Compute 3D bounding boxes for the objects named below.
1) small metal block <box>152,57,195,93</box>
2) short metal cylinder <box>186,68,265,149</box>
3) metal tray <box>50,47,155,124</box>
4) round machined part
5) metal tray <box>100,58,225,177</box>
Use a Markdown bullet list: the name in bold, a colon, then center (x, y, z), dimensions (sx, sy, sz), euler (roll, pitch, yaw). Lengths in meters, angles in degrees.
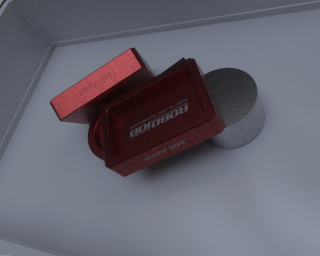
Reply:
- **small metal block**: center (0.025, -0.056, 0.407), dimensions (0.050, 0.050, 0.025), euler (-36, 51, 2)
- **short metal cylinder**: center (0.076, -0.023, 0.360), dimensions (0.080, 0.050, 0.080), euler (-13, 56, 20)
- **metal tray**: center (-0.073, -0.053, 0.429), dimensions (0.130, 0.090, 0.030), euler (-32, 84, 7)
- **round machined part**: center (-0.043, 0.006, 0.412), dimensions (0.098, 0.042, 0.098), euler (-13, 56, 20)
- **metal tray**: center (-0.004, -0.011, 0.347), dimensions (0.130, 0.030, 0.090), euler (-26, 52, 17)
